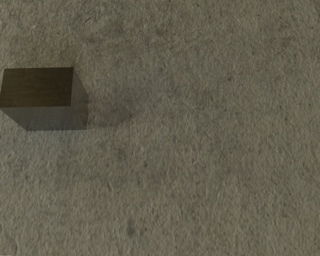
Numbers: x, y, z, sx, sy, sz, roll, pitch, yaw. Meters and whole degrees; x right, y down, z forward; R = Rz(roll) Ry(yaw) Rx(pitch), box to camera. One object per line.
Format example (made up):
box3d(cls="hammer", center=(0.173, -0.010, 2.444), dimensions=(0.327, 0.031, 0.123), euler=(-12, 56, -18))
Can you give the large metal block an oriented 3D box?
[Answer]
box3d(cls="large metal block", center=(-0.140, -0.033, 0.391), dimensions=(0.080, 0.080, 0.050), euler=(-1, 70, -1))
